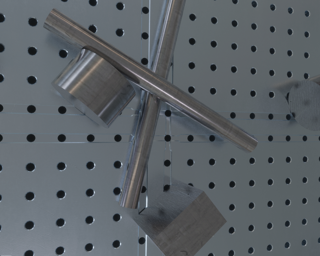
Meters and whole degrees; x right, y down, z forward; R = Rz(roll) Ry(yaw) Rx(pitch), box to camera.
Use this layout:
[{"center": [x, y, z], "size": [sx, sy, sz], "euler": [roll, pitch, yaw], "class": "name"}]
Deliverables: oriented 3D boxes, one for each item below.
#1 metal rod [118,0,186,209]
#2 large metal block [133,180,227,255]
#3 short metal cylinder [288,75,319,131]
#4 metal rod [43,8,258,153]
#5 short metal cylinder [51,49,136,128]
[{"center": [-0.007, -0.045, 0.409], "size": [0.025, 0.025, 0.298], "euler": [15, 85, -20], "class": "metal rod"}, {"center": [0.022, 0.117, 0.392], "size": [0.080, 0.080, 0.050], "euler": [-40, 103, -16], "class": "large metal block"}, {"center": [0.247, -0.041, 0.475], "size": [0.050, 0.080, 0.080], "euler": [-19, 97, -19], "class": "short metal cylinder"}, {"center": [0.002, -0.049, 0.385], "size": [0.301, 0.025, 0.025], "euler": [30, 80, -17], "class": "metal rod"}, {"center": [-0.075, -0.044, 0.356], "size": [0.080, 0.080, 0.050], "euler": [41, 77, -16], "class": "short metal cylinder"}]
